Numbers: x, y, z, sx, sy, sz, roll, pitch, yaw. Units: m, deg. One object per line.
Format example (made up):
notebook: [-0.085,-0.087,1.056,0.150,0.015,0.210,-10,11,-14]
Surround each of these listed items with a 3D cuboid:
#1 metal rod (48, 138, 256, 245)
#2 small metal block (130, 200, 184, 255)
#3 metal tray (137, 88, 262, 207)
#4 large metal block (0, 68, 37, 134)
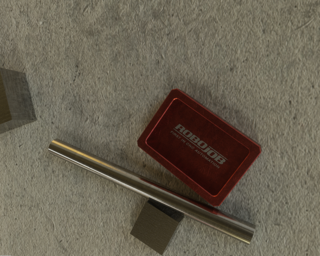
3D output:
metal rod: [-0.024,0.078,0.416,0.301,0.025,0.025,21,97,18]
small metal block: [-0.004,0.129,0.409,0.050,0.025,0.050,29,99,17]
metal tray: [0.047,0.022,0.389,0.130,0.030,0.090,37,102,15]
large metal block: [-0.250,-0.039,0.482,0.080,0.050,0.080,-18,84,18]
